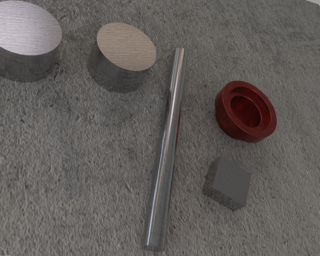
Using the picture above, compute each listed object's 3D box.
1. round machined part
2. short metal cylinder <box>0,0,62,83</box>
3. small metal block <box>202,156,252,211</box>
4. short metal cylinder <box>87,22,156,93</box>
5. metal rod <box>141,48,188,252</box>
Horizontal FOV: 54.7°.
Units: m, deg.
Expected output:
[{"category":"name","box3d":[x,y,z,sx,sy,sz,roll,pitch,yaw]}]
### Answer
[{"category":"round machined part","box3d":[0.125,-0.021,0.473,0.099,0.042,0.098,14,56,-21]},{"category":"short metal cylinder","box3d":[-0.161,-0.100,0.362,0.081,0.050,0.080,14,56,-21]},{"category":"small metal block","box3d":[0.088,0.073,0.407,0.050,0.025,0.050,31,52,-9]},{"category":"short metal cylinder","box3d":[-0.052,-0.094,0.417,0.081,0.050,0.080,14,56,-21]},{"category":"metal rod","box3d":[0.013,0.004,0.407,0.025,0.025,0.300,21,54,-16]}]
